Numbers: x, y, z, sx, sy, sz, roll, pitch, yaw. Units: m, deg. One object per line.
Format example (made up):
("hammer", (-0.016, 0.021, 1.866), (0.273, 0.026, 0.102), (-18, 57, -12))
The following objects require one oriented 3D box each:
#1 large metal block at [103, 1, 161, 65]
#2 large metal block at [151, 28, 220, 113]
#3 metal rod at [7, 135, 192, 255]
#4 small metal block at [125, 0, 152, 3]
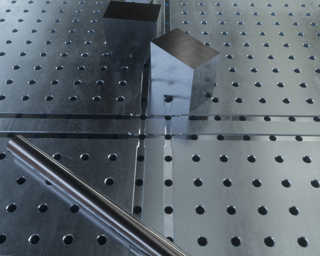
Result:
("large metal block", (-0.041, -0.152, 0.499), (0.080, 0.080, 0.050), (6, 50, 4))
("large metal block", (0.033, -0.082, 0.441), (0.050, 0.080, 0.080), (-35, 59, -26))
("metal rod", (-0.058, 0.088, 0.333), (0.300, 0.025, 0.025), (29, 56, 22))
("small metal block", (-0.040, -0.282, 0.644), (0.050, 0.025, 0.050), (15, 51, 11))
